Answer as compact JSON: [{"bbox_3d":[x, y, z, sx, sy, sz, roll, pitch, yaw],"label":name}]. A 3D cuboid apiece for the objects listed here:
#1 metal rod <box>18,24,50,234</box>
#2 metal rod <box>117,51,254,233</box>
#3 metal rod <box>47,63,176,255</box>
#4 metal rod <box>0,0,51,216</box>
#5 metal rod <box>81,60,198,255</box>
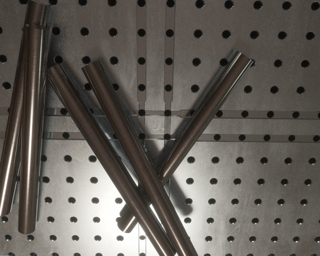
[{"bbox_3d":[-0.168,0.019,0.405,0.025,0.025,0.298,12,115,-5],"label":"metal rod"},{"bbox_3d":[0.026,0.030,0.424,0.025,0.025,0.299,30,107,-11],"label":"metal rod"},{"bbox_3d":[-0.060,0.053,0.413,0.025,0.025,0.299,-28,101,9],"label":"metal rod"},{"bbox_3d":[-0.185,-0.012,0.406,0.025,0.025,0.298,17,109,-7],"label":"metal rod"},{"bbox_3d":[-0.022,0.053,0.410,0.025,0.025,0.299,-25,100,8],"label":"metal rod"}]
